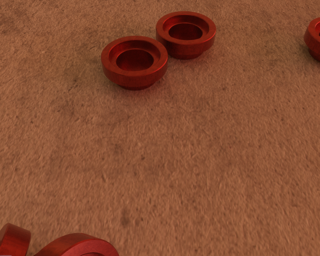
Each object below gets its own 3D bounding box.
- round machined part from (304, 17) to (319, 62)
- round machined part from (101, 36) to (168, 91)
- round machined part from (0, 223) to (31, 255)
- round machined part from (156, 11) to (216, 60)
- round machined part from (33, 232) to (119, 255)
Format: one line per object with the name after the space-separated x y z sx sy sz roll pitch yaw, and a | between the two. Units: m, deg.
0.290 -0.141 0.515 0.099 0.042 0.098 0 50 0 | round machined part
-0.037 -0.095 0.471 0.099 0.042 0.098 0 50 0 | round machined part
-0.149 0.123 0.247 0.042 0.098 0.098 32 48 -20 | round machined part
0.042 -0.152 0.520 0.099 0.042 0.098 0 50 0 | round machined part
-0.078 0.134 0.249 0.042 0.098 0.098 3 45 36 | round machined part
